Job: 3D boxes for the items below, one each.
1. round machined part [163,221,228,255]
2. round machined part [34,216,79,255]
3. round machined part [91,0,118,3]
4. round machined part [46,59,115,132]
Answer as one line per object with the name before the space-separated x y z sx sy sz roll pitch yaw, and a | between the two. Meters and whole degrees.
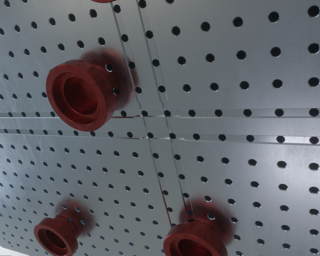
round machined part | 0.058 0.186 0.485 0.098 0.042 0.097 13 124 21
round machined part | -0.212 0.225 0.653 0.098 0.042 0.097 13 124 21
round machined part | -0.067 -0.182 0.324 0.098 0.042 0.097 13 124 21
round machined part | -0.103 -0.047 0.426 0.098 0.042 0.097 13 124 21
